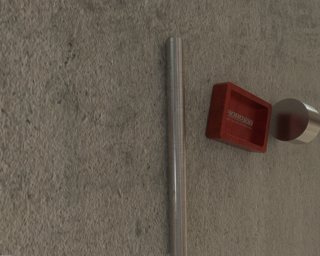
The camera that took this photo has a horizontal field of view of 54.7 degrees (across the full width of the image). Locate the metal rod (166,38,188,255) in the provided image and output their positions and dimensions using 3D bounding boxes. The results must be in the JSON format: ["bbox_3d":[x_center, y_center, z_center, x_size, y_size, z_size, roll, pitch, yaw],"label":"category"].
[{"bbox_3d":[0.023,0.029,0.426,0.025,0.025,0.298,-2,92,-40],"label":"metal rod"}]

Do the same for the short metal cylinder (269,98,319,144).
[{"bbox_3d":[0.251,-0.011,0.583,0.050,0.080,0.080,12,82,-40],"label":"short metal cylinder"}]

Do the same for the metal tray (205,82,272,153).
[{"bbox_3d":[0.136,-0.014,0.518,0.131,0.030,0.090,18,79,-39],"label":"metal tray"}]
